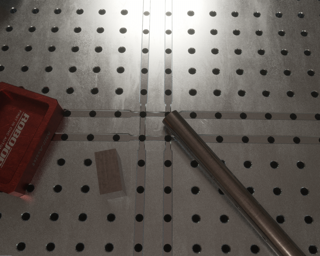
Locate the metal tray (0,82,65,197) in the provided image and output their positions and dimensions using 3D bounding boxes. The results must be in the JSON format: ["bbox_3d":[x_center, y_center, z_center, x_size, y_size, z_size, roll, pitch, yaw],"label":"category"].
[{"bbox_3d":[-0.195,0.012,0.402,0.090,0.030,0.130,18,71,6],"label":"metal tray"}]

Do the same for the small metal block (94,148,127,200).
[{"bbox_3d":[-0.059,0.057,0.377,0.025,0.050,0.050,-11,71,-4],"label":"small metal block"}]

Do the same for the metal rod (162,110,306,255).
[{"bbox_3d":[0.107,0.094,0.378,0.025,0.025,0.300,-37,75,-13],"label":"metal rod"}]
